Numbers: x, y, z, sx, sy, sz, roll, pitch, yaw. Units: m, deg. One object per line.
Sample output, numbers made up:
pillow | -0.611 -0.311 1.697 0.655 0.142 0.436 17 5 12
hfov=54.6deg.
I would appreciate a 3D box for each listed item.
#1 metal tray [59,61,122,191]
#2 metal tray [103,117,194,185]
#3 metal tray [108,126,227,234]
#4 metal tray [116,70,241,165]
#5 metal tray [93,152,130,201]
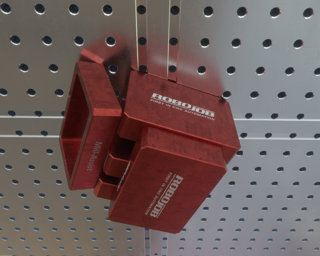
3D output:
metal tray | -0.087 0.000 0.364 0.030 0.090 0.129 1 134 -30
metal tray | 0.000 0.029 0.392 0.131 0.090 0.030 15 127 -14
metal tray | 0.003 0.064 0.343 0.091 0.030 0.129 16 128 -13
metal tray | 0.021 -0.013 0.356 0.131 0.090 0.030 16 129 -13
metal tray | -0.017 0.062 0.421 0.131 0.090 0.030 16 128 -14
